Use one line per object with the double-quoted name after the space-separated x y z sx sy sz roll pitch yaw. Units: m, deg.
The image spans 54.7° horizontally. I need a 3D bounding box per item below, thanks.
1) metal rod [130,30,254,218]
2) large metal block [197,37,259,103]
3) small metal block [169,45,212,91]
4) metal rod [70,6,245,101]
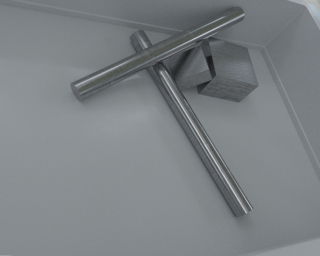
0.037 -0.016 0.437 0.025 0.025 0.299 -19 72 -36 "metal rod"
0.104 -0.094 0.506 0.081 0.050 0.080 9 58 -24 "large metal block"
0.046 -0.090 0.466 0.050 0.025 0.050 -19 57 11 "small metal block"
0.013 -0.115 0.444 0.302 0.025 0.025 -32 80 -25 "metal rod"
